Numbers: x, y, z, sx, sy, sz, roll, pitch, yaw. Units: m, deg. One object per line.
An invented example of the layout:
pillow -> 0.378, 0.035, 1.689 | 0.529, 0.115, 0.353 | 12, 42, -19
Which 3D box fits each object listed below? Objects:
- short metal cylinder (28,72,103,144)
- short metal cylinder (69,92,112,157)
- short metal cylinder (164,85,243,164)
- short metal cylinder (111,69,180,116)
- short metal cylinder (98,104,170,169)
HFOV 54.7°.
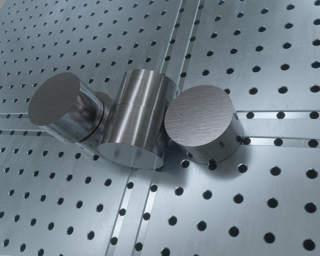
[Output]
short metal cylinder -> -0.123, -0.026, 0.406 | 0.080, 0.050, 0.080 | -13, 56, 21
short metal cylinder -> -0.089, -0.005, 0.442 | 0.080, 0.050, 0.080 | -13, 56, 21
short metal cylinder -> 0.052, -0.004, 0.366 | 0.080, 0.050, 0.080 | -13, 56, 21
short metal cylinder -> -0.019, -0.032, 0.403 | 0.080, 0.080, 0.050 | 1, 63, 29
short metal cylinder -> -0.030, 0.013, 0.381 | 0.080, 0.080, 0.050 | -1, 62, 28
